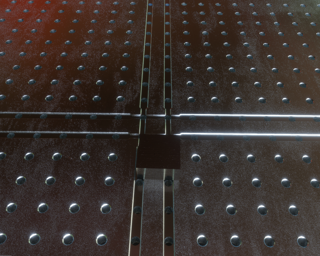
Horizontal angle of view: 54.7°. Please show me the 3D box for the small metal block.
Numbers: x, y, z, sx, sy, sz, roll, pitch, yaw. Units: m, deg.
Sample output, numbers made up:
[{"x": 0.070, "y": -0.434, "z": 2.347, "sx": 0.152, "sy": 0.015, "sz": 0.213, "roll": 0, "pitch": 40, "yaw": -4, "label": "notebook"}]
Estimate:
[{"x": -0.001, "y": 0.035, "z": 0.378, "sx": 0.050, "sy": 0.025, "sz": 0.050, "roll": 2, "pitch": 50, "yaw": 1, "label": "small metal block"}]
